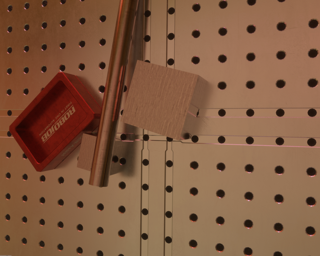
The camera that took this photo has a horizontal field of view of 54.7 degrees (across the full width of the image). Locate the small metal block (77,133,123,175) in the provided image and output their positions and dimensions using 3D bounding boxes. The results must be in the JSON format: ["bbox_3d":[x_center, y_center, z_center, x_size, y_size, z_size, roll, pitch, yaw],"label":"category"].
[{"bbox_3d":[-0.086,0.037,0.443,0.050,0.025,0.050,13,94,19],"label":"small metal block"}]

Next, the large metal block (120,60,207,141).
[{"bbox_3d":[0.006,-0.035,0.397,0.080,0.050,0.080,18,96,19],"label":"large metal block"}]

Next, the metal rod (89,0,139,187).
[{"bbox_3d":[-0.058,-0.072,0.416,0.025,0.025,0.298,8,86,20],"label":"metal rod"}]

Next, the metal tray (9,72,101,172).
[{"bbox_3d":[-0.156,-0.008,0.464,0.130,0.030,0.090,-42,77,15],"label":"metal tray"}]
